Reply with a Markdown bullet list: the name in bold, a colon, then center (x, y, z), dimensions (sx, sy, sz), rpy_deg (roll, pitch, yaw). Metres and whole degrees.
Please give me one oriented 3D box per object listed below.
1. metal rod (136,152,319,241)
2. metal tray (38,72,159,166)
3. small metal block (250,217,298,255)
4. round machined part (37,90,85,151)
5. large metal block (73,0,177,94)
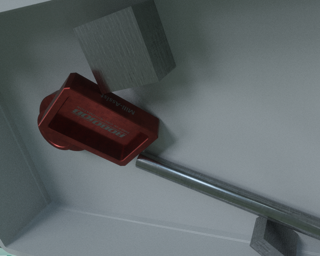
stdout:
- **metal rod**: center (0.107, 0.094, 0.409), dimensions (0.301, 0.025, 0.025), rpy_deg (19, 126, 16)
- **metal tray**: center (-0.078, -0.005, 0.406), dimensions (0.131, 0.030, 0.090), rpy_deg (29, 132, -24)
- **small metal block**: center (0.149, 0.146, 0.404), dimensions (0.050, 0.050, 0.025), rpy_deg (40, 129, 1)
- **round machined part**: center (-0.144, -0.005, 0.468), dimensions (0.098, 0.042, 0.097), rpy_deg (13, 124, 20)
- **large metal block**: center (-0.038, -0.091, 0.355), dimensions (0.080, 0.050, 0.080), rpy_deg (-8, 115, 31)
